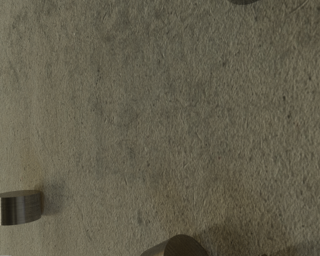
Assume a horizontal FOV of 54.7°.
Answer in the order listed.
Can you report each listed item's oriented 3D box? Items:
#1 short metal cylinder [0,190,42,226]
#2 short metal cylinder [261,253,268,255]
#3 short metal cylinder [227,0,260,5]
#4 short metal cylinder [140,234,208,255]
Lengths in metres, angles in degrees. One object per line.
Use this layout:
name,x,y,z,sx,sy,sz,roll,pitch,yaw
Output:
short metal cylinder,-0.271,0.150,0.594,0.080,0.081,0.050,-4,88,40
short metal cylinder,0.091,0.167,0.294,0.050,0.081,0.080,45,117,31
short metal cylinder,0.083,-0.176,0.320,0.080,0.050,0.080,0,90,40
short metal cylinder,0.018,0.170,0.355,0.050,0.081,0.080,-39,66,33
